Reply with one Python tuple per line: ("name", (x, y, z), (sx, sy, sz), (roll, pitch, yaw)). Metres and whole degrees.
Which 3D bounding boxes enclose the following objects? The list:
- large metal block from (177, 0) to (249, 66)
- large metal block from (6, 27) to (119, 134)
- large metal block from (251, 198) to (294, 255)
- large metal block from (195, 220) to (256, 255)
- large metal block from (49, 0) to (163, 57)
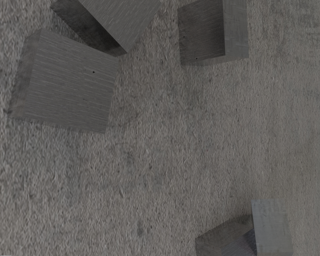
("large metal block", (0.072, -0.132, 0.429), (0.050, 0.080, 0.079), (-6, 94, -40))
("large metal block", (-0.095, -0.041, 0.309), (0.081, 0.050, 0.080), (15, 81, -39))
("large metal block", (0.177, 0.166, 0.499), (0.080, 0.050, 0.080), (66, 22, -54))
("large metal block", (0.104, 0.199, 0.476), (0.081, 0.050, 0.079), (-12, 98, -39))
("large metal block", (-0.056, -0.135, 0.341), (0.080, 0.050, 0.080), (44, 64, -31))
